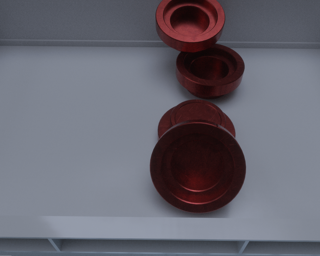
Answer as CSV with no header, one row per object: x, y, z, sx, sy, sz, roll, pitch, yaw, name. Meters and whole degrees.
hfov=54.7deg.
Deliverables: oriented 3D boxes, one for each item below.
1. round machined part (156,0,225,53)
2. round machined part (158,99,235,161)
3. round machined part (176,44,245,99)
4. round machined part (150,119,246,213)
0.043,-0.151,0.456,0.099,0.042,0.098,0,66,0,round machined part
0.046,0.002,0.393,0.099,0.042,0.098,0,50,0,round machined part
0.073,-0.081,0.462,0.099,0.042,0.098,0,50,0,round machined part
0.041,0.038,0.339,0.099,0.097,0.042,7,10,6,round machined part
